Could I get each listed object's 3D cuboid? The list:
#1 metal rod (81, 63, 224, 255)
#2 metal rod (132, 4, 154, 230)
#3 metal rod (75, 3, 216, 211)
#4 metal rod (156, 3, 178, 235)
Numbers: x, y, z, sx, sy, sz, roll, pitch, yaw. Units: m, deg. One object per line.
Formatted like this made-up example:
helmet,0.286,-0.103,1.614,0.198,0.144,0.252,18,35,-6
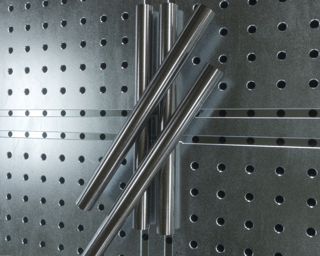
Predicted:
metal rod,-0.015,0.053,0.392,0.025,0.025,0.299,36,101,16
metal rod,-0.023,-0.014,0.422,0.025,0.025,0.298,1,90,20
metal rod,-0.024,-0.017,0.396,0.025,0.025,0.299,36,101,16
metal rod,0.009,-0.012,0.410,0.025,0.025,0.298,1,90,20
